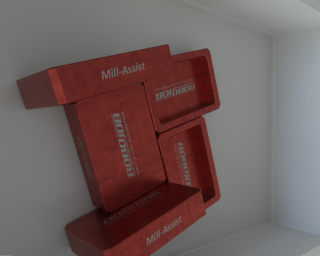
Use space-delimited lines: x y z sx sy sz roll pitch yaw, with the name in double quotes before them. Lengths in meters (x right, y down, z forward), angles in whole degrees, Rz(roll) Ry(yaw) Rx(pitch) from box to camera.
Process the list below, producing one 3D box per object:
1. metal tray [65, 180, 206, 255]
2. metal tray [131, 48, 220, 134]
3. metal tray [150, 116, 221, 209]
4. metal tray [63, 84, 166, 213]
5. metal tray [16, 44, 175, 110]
"metal tray" -0.025 0.101 0.342 0.131 0.090 0.030 -22 105 -38
"metal tray" 0.024 -0.054 0.423 0.131 0.030 0.089 -22 104 -38
"metal tray" 0.035 0.057 0.433 0.091 0.030 0.129 -22 104 -38
"metal tray" -0.048 0.019 0.361 0.091 0.030 0.129 -22 104 -38
"metal tray" -0.061 -0.052 0.310 0.131 0.090 0.030 -23 105 -38
